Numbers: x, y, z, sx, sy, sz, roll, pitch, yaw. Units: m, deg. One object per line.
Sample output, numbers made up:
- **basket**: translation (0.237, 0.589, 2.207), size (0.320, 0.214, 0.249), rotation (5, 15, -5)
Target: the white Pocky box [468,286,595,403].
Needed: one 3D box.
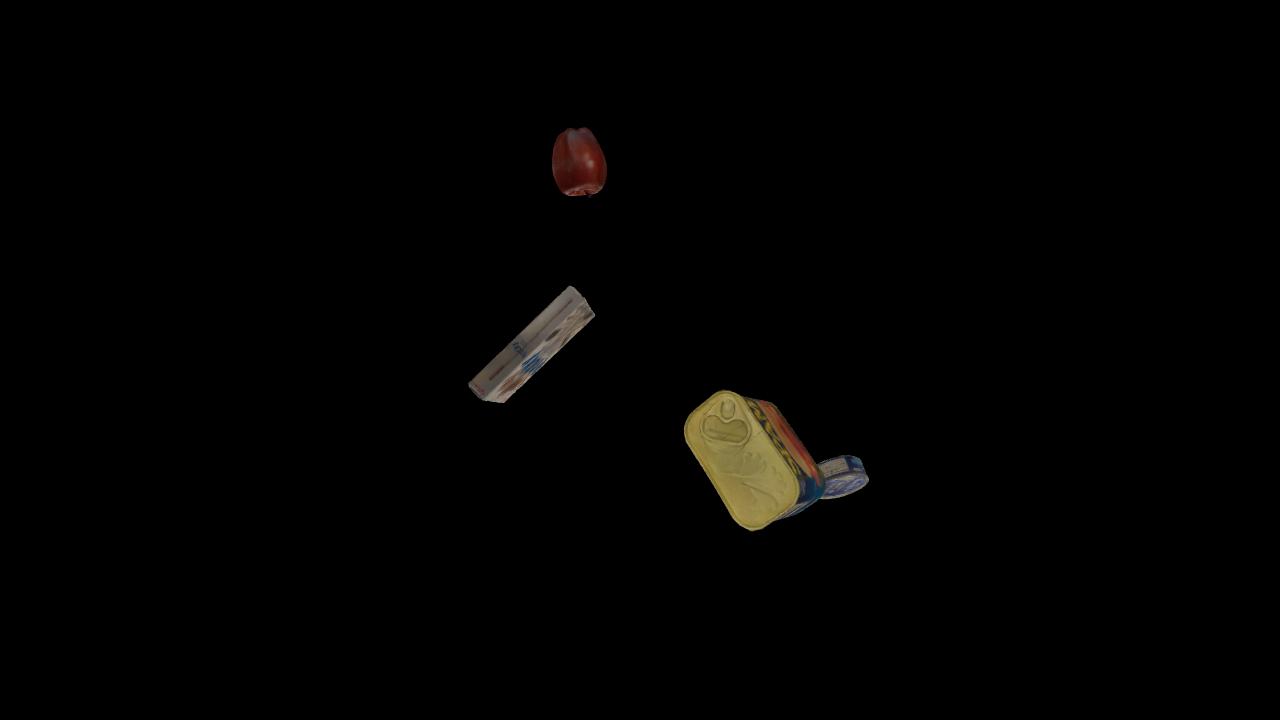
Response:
- **white Pocky box**: translation (-0.118, -0.014, 0.690), size (0.154, 0.028, 0.084), rotation (-44, -7, -2)

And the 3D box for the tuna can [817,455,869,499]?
- **tuna can**: translation (0.297, 0.177, 0.926), size (0.084, 0.034, 0.084), rotation (-8, -35, -5)

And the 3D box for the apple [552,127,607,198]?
- **apple**: translation (-0.083, -0.272, 0.857), size (0.079, 0.093, 0.079), rotation (-11, 7, 1)

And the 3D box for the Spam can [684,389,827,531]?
- **Spam can**: translation (0.093, 0.077, 0.485), size (0.058, 0.101, 0.085), rotation (-40, -26, 20)
